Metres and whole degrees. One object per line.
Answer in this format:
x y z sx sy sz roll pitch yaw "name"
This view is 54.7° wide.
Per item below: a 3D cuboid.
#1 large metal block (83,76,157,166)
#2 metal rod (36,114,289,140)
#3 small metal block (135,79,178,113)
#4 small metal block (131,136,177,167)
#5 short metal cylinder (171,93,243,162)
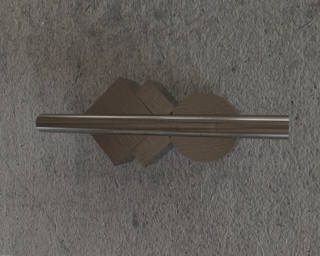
-0.045 -0.009 0.411 0.080 0.050 0.080 -44 77 14 "large metal block"
-0.014 -0.004 0.360 0.301 0.025 0.025 1 91 19 "metal rod"
0.002 -0.033 0.397 0.025 0.050 0.050 -44 77 15 "small metal block"
-0.002 0.022 0.399 0.050 0.050 0.025 -44 77 15 "small metal block"
0.057 -0.001 0.376 0.080 0.050 0.080 0 90 20 "short metal cylinder"
